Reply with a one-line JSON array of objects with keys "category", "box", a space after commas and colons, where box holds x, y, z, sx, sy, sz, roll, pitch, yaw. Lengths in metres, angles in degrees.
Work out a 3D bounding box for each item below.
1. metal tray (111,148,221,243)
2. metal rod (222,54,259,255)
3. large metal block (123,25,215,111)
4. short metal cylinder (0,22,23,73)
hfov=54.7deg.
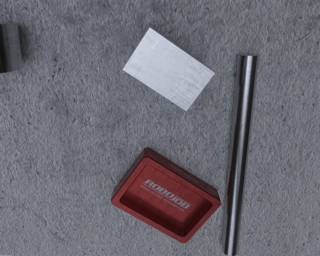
[{"category": "metal tray", "box": [0.009, 0.099, 0.443, 0.130, 0.030, 0.090, 33, 106, -12]}, {"category": "metal rod", "box": [0.108, 0.050, 0.429, 0.025, 0.025, 0.298, 0, 110, 0]}, {"category": "large metal block", "box": [0.009, -0.072, 0.354, 0.080, 0.080, 0.050, 32, 107, -12]}, {"category": "short metal cylinder", "box": [-0.199, -0.091, 0.344, 0.081, 0.080, 0.050, 1, 110, -1]}]
